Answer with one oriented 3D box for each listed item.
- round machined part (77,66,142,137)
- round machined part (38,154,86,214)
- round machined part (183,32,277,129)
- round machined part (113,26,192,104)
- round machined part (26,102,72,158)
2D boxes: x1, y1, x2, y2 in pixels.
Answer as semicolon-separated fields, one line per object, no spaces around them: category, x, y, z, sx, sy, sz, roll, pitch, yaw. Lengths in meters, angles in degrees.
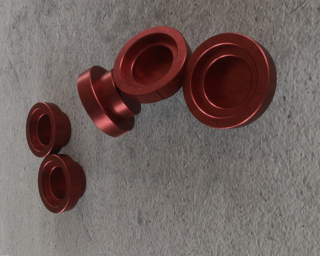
round machined part;-0.061;-0.040;0.412;0.042;0.098;0.098;-27;72;17
round machined part;-0.164;0.093;0.530;0.098;0.042;0.097;0;90;40
round machined part;0.076;-0.048;0.331;0.098;0.042;0.097;0;90;40
round machined part;-0.005;-0.073;0.382;0.098;0.042;0.098;-12;61;23
round machined part;-0.197;0.003;0.557;0.098;0.042;0.097;0;90;40
